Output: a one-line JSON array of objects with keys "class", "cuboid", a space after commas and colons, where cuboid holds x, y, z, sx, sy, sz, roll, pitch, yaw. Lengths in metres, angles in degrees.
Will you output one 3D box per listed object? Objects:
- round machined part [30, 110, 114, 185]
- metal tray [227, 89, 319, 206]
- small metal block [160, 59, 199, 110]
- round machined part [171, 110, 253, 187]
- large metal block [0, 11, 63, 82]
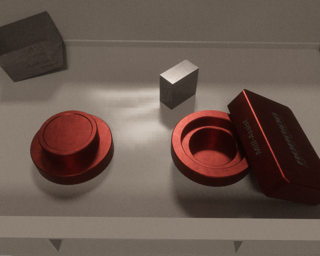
[{"class": "round machined part", "cuboid": [-0.108, 0.017, 0.379, 0.099, 0.042, 0.098, 0, 50, 0]}, {"class": "metal tray", "cuboid": [0.138, 0.020, 0.359, 0.091, 0.030, 0.130, 16, 44, -29]}, {"class": "small metal block", "cuboid": [0.027, -0.062, 0.441, 0.050, 0.050, 0.025, -35, 59, -26]}, {"class": "round machined part", "cuboid": [0.062, 0.028, 0.372, 0.099, 0.042, 0.098, 1, 50, 0]}, {"class": "large metal block", "cuboid": [-0.202, -0.127, 0.482, 0.080, 0.050, 0.080, -18, 52, 1]}]
